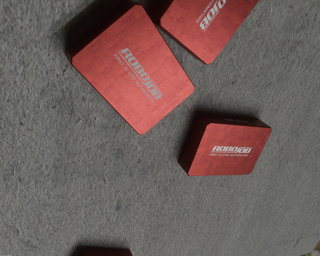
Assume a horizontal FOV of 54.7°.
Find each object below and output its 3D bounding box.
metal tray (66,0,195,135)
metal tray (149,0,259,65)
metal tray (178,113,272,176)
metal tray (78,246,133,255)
[{"bbox_3d":[-0.028,-0.063,0.349,0.090,0.030,0.130,-41,130,-1],"label":"metal tray"},{"bbox_3d":[0.060,-0.148,0.345,0.090,0.030,0.130,29,102,-38],"label":"metal tray"},{"bbox_3d":[0.101,0.028,0.476,0.131,0.030,0.089,4,117,-30],"label":"metal tray"},{"bbox_3d":[-0.108,0.252,0.501,0.091,0.030,0.129,22,107,-36],"label":"metal tray"}]
